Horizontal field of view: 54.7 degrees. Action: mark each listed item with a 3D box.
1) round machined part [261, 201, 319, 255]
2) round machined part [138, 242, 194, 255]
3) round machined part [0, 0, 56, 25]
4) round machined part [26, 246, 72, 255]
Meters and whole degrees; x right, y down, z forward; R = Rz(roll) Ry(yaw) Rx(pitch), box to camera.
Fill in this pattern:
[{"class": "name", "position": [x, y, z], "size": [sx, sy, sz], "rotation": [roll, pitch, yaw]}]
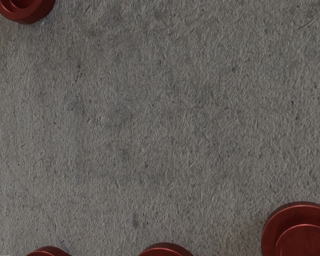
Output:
[{"class": "round machined part", "position": [0.163, 0.134, 0.342], "size": [0.098, 0.042, 0.097], "rotation": [0, 90, 20]}, {"class": "round machined part", "position": [0.012, 0.195, 0.396], "size": [0.098, 0.042, 0.097], "rotation": [0, 90, 20]}, {"class": "round machined part", "position": [-0.199, -0.206, 0.470], "size": [0.098, 0.042, 0.097], "rotation": [0, 90, 20]}, {"class": "round machined part", "position": [-0.158, 0.222, 0.456], "size": [0.098, 0.042, 0.097], "rotation": [0, 90, 20]}]
